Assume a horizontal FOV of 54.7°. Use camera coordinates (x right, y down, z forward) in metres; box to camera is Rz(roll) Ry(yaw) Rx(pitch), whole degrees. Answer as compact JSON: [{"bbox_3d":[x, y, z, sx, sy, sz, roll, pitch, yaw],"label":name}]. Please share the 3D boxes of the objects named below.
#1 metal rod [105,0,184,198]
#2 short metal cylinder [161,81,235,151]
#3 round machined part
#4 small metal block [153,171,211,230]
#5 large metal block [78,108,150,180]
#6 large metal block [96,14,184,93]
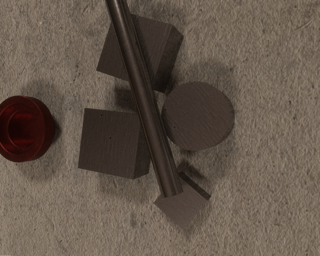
[{"bbox_3d":[-0.028,-0.067,0.364,0.025,0.025,0.298,-18,84,19],"label":"metal rod"},{"bbox_3d":[0.048,-0.014,0.378,0.080,0.050,0.079,0,90,19],"label":"short metal cylinder"},{"bbox_3d":[-0.200,0.001,0.469,0.098,0.042,0.097,0,90,19],"label":"round machined part"},{"bbox_3d":[0.029,0.092,0.398,0.050,0.025,0.050,40,102,15],"label":"small metal block"},{"bbox_3d":[-0.057,0.018,0.415,0.080,0.050,0.079,8,93,19],"label":"large metal block"},{"bbox_3d":[-0.025,-0.098,0.404,0.080,0.050,0.080,21,97,18],"label":"large metal block"}]
